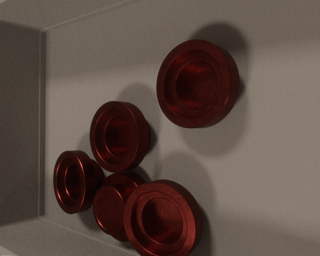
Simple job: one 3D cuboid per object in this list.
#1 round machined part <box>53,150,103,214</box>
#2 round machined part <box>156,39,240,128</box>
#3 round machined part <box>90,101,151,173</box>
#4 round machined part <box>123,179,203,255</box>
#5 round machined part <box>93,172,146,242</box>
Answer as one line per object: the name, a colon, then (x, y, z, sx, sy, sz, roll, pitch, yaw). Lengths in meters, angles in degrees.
round machined part: (-0.128, 0.084, 0.494, 0.098, 0.042, 0.097, -1, 88, 45)
round machined part: (0.046, -0.048, 0.356, 0.098, 0.042, 0.097, 0, 90, 39)
round machined part: (-0.052, 0.012, 0.436, 0.098, 0.042, 0.097, 0, 90, 39)
round machined part: (0.007, 0.111, 0.381, 0.098, 0.042, 0.097, 1, 91, 29)
round machined part: (-0.058, 0.113, 0.441, 0.098, 0.042, 0.097, 0, 90, 39)
